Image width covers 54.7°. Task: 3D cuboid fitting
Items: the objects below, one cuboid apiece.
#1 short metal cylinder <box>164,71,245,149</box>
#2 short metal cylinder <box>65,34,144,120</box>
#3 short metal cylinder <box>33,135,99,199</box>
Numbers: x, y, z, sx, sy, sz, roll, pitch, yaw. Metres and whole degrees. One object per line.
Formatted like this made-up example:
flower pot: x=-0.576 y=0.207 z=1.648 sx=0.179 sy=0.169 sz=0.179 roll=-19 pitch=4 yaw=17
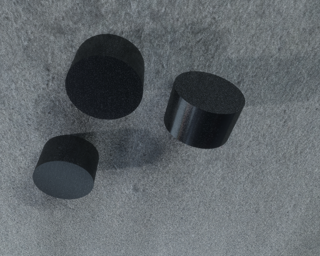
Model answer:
short metal cylinder: x=0.049 y=-0.022 z=0.353 sx=0.081 sy=0.080 sz=0.050 roll=9 pitch=130 yaw=-8
short metal cylinder: x=-0.058 y=-0.056 z=0.342 sx=0.081 sy=0.050 sz=0.079 roll=0 pitch=130 yaw=0
short metal cylinder: x=-0.130 y=0.056 z=0.437 sx=0.081 sy=0.050 sz=0.079 roll=0 pitch=130 yaw=0
